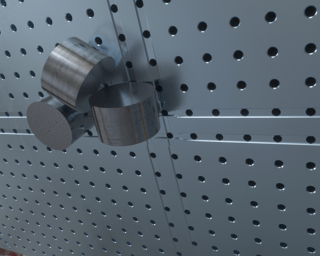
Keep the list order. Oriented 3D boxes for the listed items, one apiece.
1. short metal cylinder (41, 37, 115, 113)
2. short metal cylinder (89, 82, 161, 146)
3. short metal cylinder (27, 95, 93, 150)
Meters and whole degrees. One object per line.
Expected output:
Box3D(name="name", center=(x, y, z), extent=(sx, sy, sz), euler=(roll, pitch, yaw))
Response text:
Box3D(name="short metal cylinder", center=(-0.100, -0.065, 0.386), extent=(0.050, 0.080, 0.079), euler=(31, 128, 8))
Box3D(name="short metal cylinder", center=(-0.042, -0.019, 0.385), extent=(0.080, 0.080, 0.050), euler=(5, 121, 25))
Box3D(name="short metal cylinder", center=(-0.149, -0.014, 0.463), extent=(0.080, 0.050, 0.079), euler=(13, 124, 20))
